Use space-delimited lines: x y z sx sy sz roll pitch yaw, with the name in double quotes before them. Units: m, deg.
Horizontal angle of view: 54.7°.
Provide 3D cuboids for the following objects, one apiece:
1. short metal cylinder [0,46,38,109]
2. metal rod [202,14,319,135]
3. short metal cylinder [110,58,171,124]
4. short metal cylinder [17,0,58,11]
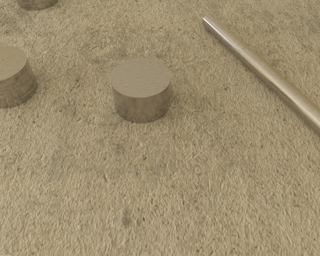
"short metal cylinder" -0.226 -0.074 0.447 0.081 0.050 0.080 0 50 0
"metal rod" 0.155 -0.096 0.485 0.025 0.025 0.300 -21 53 -17
"short metal cylinder" -0.026 -0.053 0.431 0.081 0.050 0.080 0 50 0
"short metal cylinder" -0.251 -0.279 0.619 0.081 0.050 0.080 0 50 0
